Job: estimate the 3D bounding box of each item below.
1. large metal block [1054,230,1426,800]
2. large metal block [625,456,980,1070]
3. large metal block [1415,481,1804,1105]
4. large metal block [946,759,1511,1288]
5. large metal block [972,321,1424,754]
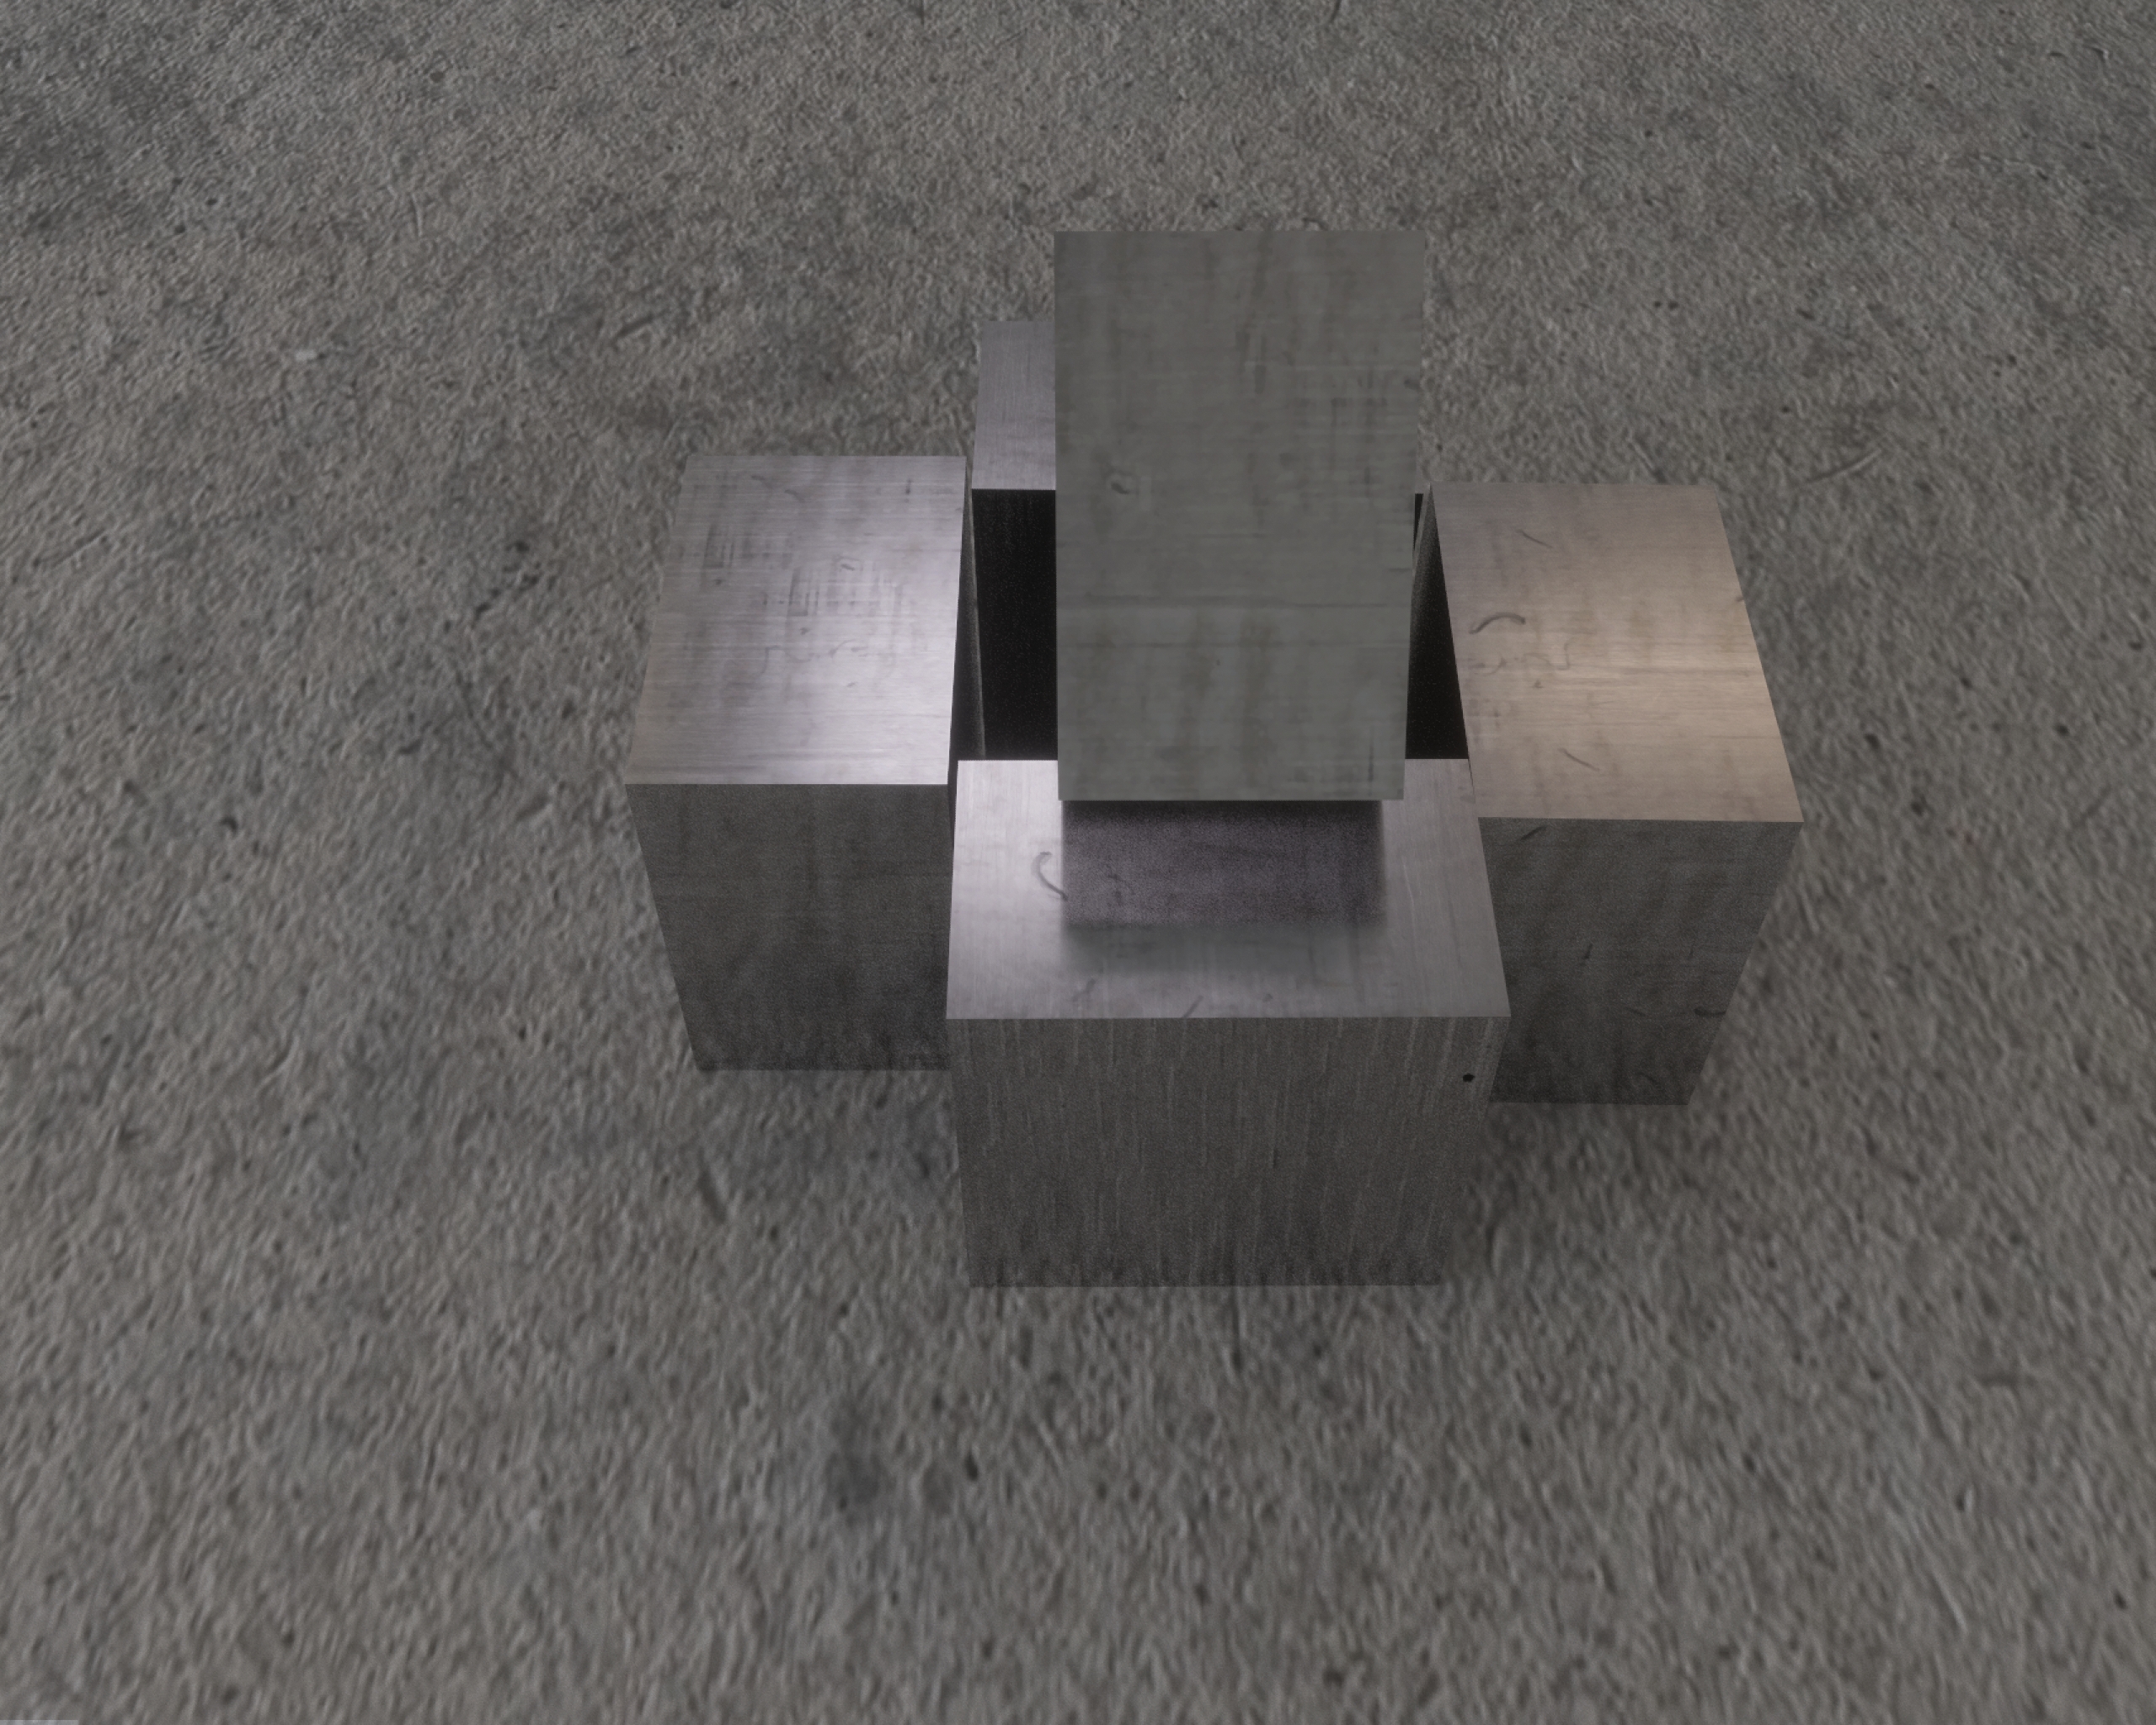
[{"bbox_3d":[0.023,-0.058,0.332,0.050,0.079,0.080,0,16,1],"label":"large metal block"},{"bbox_3d":[-0.045,-0.017,0.382,0.050,0.080,0.080,0,50,0],"label":"large metal block"},{"bbox_3d":[0.088,-0.012,0.378,0.050,0.080,0.080,1,50,1],"label":"large metal block"},{"bbox_3d":[0.022,0.028,0.344,0.081,0.080,0.050,0,50,0],"label":"large metal block"},{"bbox_3d":[0.022,-0.060,0.418,0.080,0.080,0.050,1,50,0],"label":"large metal block"}]
